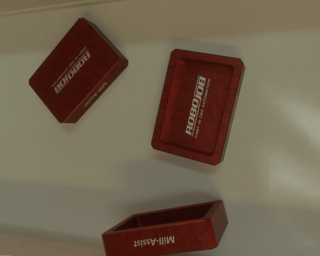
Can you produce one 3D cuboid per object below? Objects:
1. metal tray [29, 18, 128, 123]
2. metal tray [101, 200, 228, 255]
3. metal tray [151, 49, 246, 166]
[{"bbox_3d":[-0.120,-0.080,0.450,0.130,0.030,0.090,-45,76,14],"label":"metal tray"},{"bbox_3d":[0.009,0.121,0.372,0.130,0.090,0.030,-15,85,19],"label":"metal tray"},{"bbox_3d":[0.047,-0.027,0.390,0.090,0.030,0.129,14,95,19],"label":"metal tray"}]
